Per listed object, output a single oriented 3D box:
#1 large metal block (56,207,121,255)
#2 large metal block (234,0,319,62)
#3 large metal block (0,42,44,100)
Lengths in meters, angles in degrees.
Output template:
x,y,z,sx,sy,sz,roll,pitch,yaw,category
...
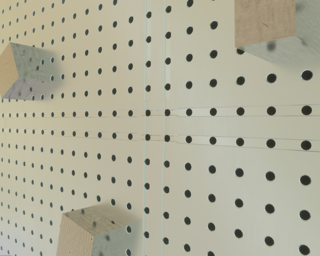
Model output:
x,y,z,sx,sy,sz,roll,pitch,yaw,category
-0.114,0.181,0.484,0.080,0.050,0.079,17,101,38,large metal block
0.109,-0.110,0.282,0.050,0.081,0.079,-1,90,40,large metal block
-0.286,-0.112,0.625,0.080,0.050,0.080,-33,70,35,large metal block
